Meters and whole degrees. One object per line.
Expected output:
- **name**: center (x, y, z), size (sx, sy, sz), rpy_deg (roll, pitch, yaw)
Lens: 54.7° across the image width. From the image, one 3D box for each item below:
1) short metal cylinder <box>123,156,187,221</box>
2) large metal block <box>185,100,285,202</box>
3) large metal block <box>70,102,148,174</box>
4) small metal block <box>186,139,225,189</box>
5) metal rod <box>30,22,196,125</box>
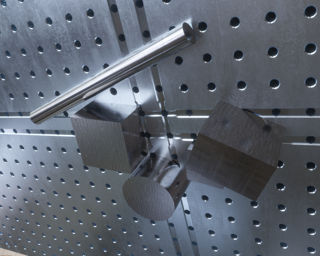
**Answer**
- **short metal cylinder**: center (-0.007, 0.088, 0.451), size (0.080, 0.050, 0.079), rpy_deg (13, 124, 20)
- **large metal block**: center (0.085, 0.021, 0.343), size (0.080, 0.080, 0.050), rpy_deg (25, 127, 12)
- **large metal block**: center (-0.070, 0.012, 0.437), size (0.080, 0.050, 0.079), rpy_deg (6, 121, 24)
- **small metal block**: center (0.063, 0.047, 0.406), size (0.050, 0.025, 0.050), rpy_deg (12, 124, 21)
- **metal rod**: center (-0.084, -0.059, 0.416), size (0.300, 0.025, 0.025), rpy_deg (-20, 108, 35)
